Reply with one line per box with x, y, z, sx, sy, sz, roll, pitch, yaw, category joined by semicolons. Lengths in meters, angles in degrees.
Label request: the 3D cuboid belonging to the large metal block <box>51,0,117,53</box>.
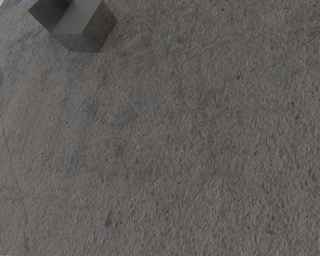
-0.140;-0.189;0.578;0.080;0.050;0.080;12;68;33;large metal block

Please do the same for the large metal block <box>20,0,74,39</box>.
-0.219;-0.244;0.633;0.080;0.080;0.050;-44;51;-2;large metal block
